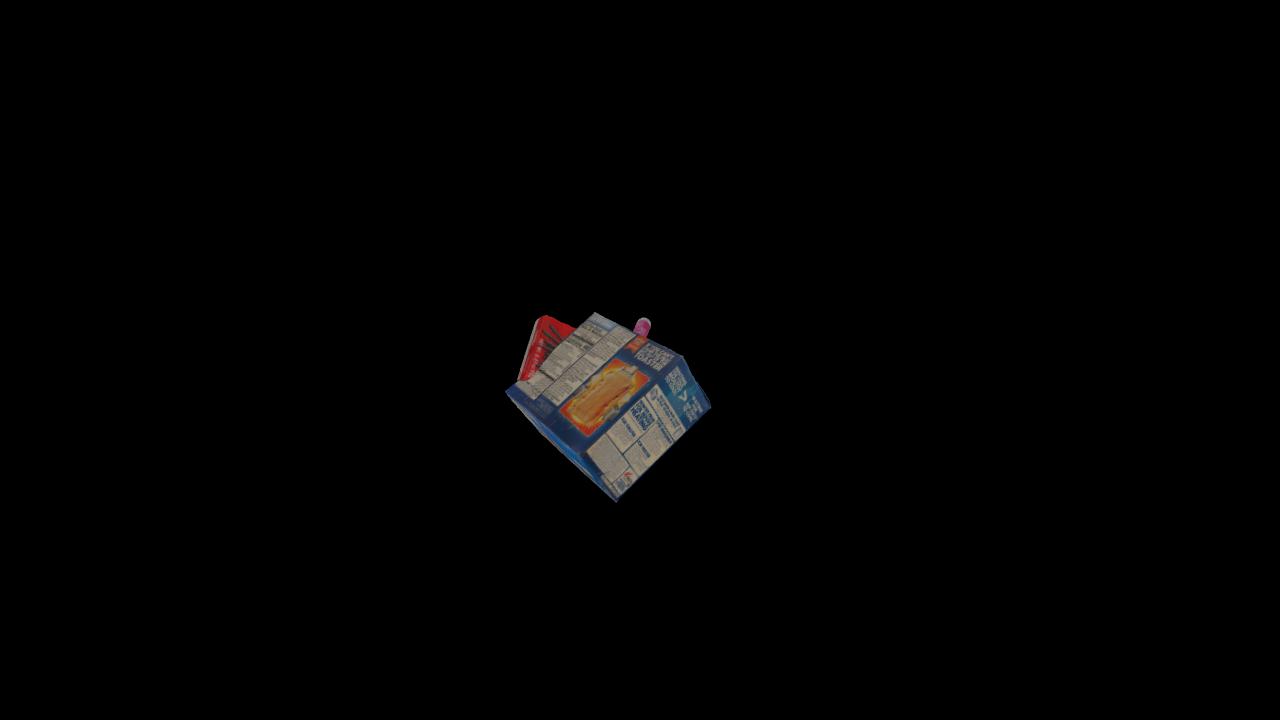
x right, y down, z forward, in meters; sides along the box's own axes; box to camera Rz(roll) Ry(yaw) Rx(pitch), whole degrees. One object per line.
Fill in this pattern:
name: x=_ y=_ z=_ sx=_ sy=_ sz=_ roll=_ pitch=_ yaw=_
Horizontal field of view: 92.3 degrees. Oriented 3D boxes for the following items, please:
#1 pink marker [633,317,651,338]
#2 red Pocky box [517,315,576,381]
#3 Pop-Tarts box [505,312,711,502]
pink marker: x=-0.002 y=-0.027 z=0.737 sx=0.020 sy=0.020 sz=0.121 roll=0 pitch=18 yaw=7
red Pocky box: x=-0.061 y=0.014 z=0.728 sx=0.155 sy=0.083 sz=0.028 roll=24 pitch=-23 yaw=-27
Pop-Tarts box: x=-0.037 y=0.042 z=0.656 sx=0.141 sy=0.083 sz=0.167 roll=-44 pitch=39 yaw=-15
